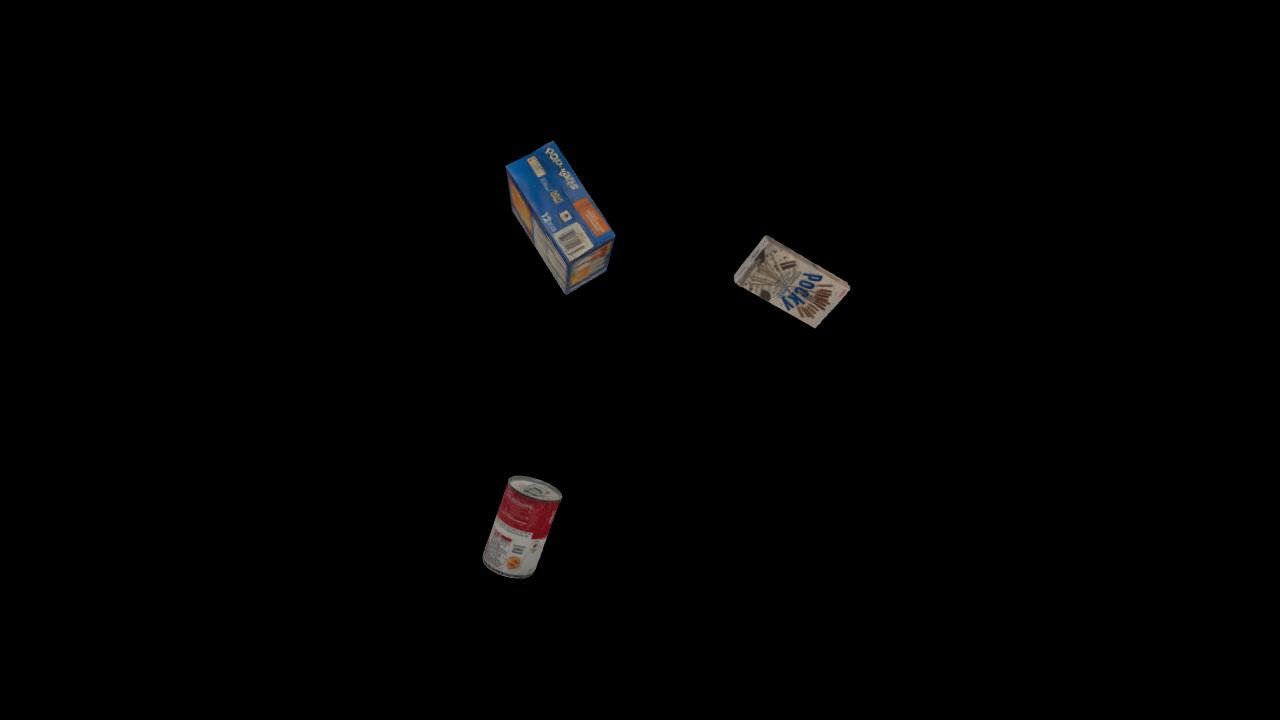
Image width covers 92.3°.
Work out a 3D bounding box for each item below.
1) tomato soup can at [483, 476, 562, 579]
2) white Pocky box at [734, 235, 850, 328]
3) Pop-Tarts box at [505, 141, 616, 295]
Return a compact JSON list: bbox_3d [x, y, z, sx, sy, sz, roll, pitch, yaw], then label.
[{"bbox_3d":[-0.141,0.198,0.732,0.068,0.101,0.068,20,4,-1],"label":"tomato soup can"},{"bbox_3d":[0.225,-0.115,0.917,0.154,0.084,0.028,26,33,-16],"label":"white Pocky box"},{"bbox_3d":[-0.118,-0.204,0.908,0.083,0.167,0.141,-31,-7,-14],"label":"Pop-Tarts box"}]
